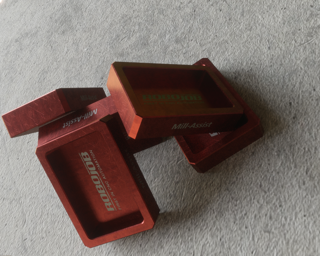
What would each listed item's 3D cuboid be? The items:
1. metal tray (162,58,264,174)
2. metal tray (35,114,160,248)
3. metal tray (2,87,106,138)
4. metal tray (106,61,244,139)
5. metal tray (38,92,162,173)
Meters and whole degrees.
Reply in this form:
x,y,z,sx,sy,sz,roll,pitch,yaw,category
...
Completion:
x,y,z,sx,sy,sz,roll,pitch,yaw,category
0.053,-0.020,0.385,0.090,0.030,0.130,-33,52,6,metal tray
-0.068,0.061,0.346,0.090,0.030,0.129,-23,98,15,metal tray
-0.136,-0.025,0.429,0.090,0.130,0.030,-22,92,15,metal tray
0.017,-0.034,0.345,0.131,0.030,0.090,-4,46,-28,metal tray
-0.074,0.010,0.395,0.130,0.090,0.030,-22,54,14,metal tray
